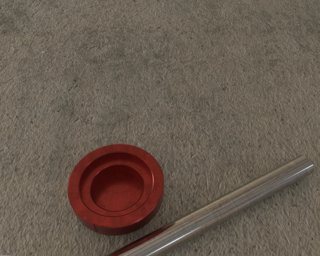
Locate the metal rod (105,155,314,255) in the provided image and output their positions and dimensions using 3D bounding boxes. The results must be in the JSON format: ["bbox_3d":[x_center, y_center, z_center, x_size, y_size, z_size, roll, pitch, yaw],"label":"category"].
[{"bbox_3d":[0.040,0.097,0.321,0.302,0.025,0.025,-22,54,-18],"label":"metal rod"}]

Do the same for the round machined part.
[{"bbox_3d":[-0.045,0.069,0.334,0.099,0.042,0.098,0,50,0],"label":"round machined part"}]
